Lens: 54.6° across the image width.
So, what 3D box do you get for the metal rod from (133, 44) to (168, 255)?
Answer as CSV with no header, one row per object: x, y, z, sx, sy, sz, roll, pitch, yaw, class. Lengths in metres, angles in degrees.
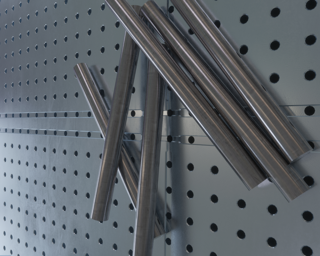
-0.013,0.040,0.401,0.025,0.025,0.299,1,84,40,metal rod

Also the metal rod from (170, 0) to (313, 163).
0.067,-0.093,0.354,0.025,0.025,0.299,-44,63,31,metal rod

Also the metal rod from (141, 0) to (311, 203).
0.060,-0.049,0.360,0.025,0.025,0.299,-48,62,29,metal rod

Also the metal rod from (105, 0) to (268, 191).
0.021,-0.057,0.370,0.025,0.025,0.299,-46,70,30,metal rod

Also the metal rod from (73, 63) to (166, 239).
-0.068,0.022,0.467,0.025,0.025,0.299,-42,65,32,metal rod

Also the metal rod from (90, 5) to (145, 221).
-0.058,-0.021,0.435,0.025,0.025,0.299,10,89,39,metal rod
